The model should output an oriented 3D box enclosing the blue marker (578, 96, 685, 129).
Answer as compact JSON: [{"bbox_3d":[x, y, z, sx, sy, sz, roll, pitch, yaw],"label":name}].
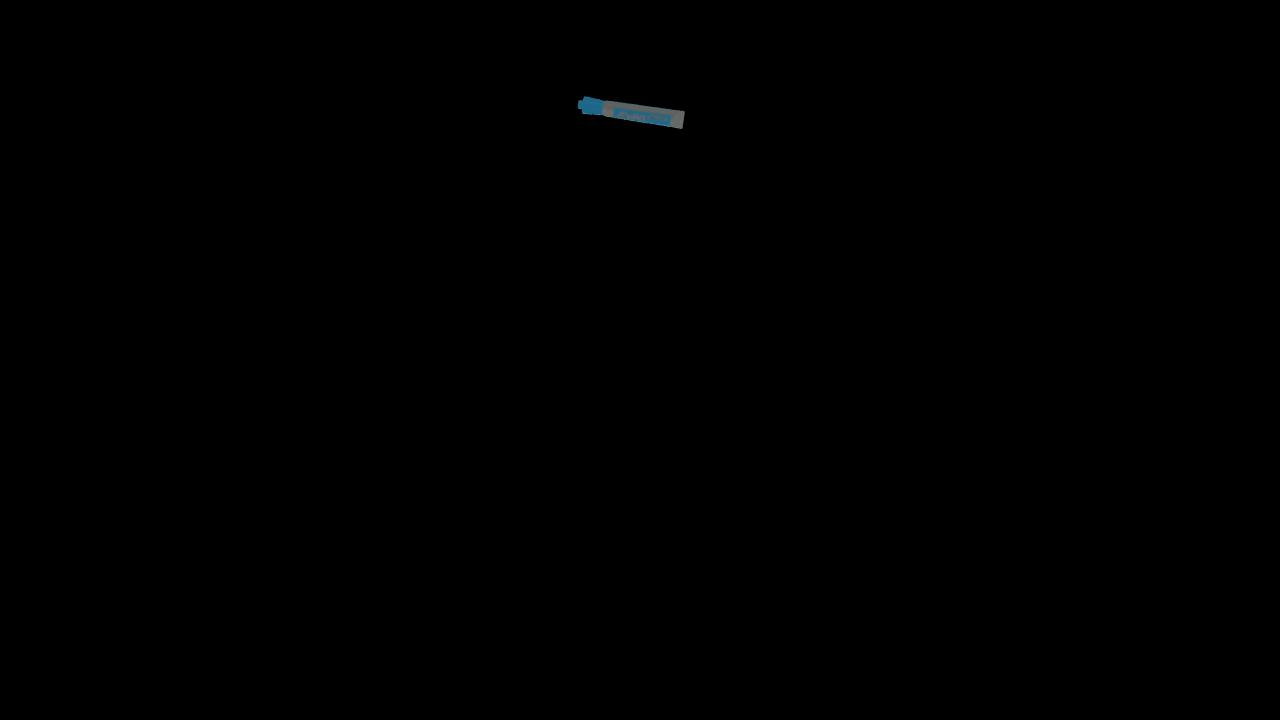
[{"bbox_3d":[-0.010,-0.281,0.696,0.121,0.020,0.020,9,0,1],"label":"blue marker"}]
